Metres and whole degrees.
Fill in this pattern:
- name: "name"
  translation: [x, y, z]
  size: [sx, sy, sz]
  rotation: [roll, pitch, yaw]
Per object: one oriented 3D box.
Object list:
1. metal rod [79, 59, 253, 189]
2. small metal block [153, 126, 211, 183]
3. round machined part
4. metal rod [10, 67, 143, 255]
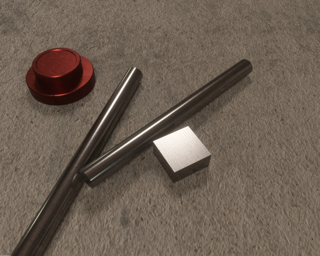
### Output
- name: "metal rod"
  translation: [0.027, -0.020, 0.412]
  size: [0.302, 0.025, 0.025]
  rotation: [-35, 59, -29]
- name: "small metal block"
  translation: [0.026, 0.031, 0.377]
  size: [0.050, 0.025, 0.050]
  rotation: [-23, 54, -19]
- name: "round machined part"
  translation: [-0.149, -0.082, 0.460]
  size: [0.099, 0.042, 0.098]
  rotation: [0, 50, 0]
- name: "metal rod"
  translation: [-0.086, 0.026, 0.380]
  size: [0.025, 0.025, 0.300]
  rotation: [15, 51, 12]
